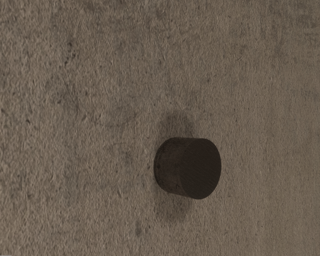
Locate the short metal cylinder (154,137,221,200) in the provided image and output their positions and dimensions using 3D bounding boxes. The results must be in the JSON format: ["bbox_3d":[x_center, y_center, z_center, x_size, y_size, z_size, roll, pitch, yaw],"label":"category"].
[{"bbox_3d":[0.038,0.053,0.423,0.081,0.050,0.079,0,90,-40],"label":"short metal cylinder"}]
